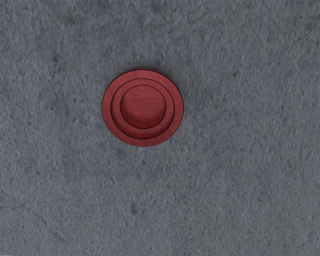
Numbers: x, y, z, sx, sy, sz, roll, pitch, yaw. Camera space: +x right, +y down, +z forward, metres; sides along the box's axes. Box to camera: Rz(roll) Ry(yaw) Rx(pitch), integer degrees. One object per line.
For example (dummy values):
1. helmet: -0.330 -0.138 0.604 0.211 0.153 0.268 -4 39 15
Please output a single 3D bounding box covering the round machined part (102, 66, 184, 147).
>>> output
1. round machined part: -0.021 -0.029 0.390 0.099 0.042 0.097 0 110 -1
